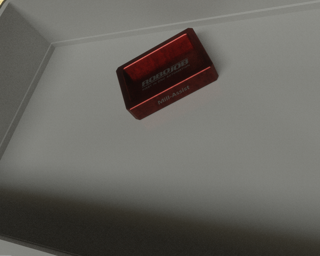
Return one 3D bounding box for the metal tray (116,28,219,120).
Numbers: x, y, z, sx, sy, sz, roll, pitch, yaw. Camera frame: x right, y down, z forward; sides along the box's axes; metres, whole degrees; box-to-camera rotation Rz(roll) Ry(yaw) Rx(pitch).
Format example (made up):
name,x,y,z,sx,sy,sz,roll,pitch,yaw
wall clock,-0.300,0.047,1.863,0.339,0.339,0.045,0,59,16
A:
name,x,y,z,sx,sy,sz,roll,pitch,yaw
metal tray,0.006,-0.079,0.445,0.130,0.030,0.090,-27,53,10
